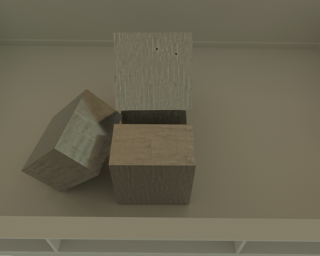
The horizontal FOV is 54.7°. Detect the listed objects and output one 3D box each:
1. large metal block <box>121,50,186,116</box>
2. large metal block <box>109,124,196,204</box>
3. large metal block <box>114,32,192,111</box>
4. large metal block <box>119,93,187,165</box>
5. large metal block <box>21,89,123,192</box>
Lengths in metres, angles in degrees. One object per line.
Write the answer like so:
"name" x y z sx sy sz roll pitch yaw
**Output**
"large metal block" -0.009 -0.060 0.417 0.081 0.080 0.050 -1 50 -1
"large metal block" -0.007 0.041 0.332 0.081 0.080 0.050 0 50 0
"large metal block" -0.007 -0.061 0.345 0.081 0.079 0.050 -1 5 -1
"large metal block" -0.009 0.001 0.388 0.081 0.050 0.080 0 50 -1
"large metal block" -0.096 0.016 0.342 0.050 0.080 0.080 38 46 -25
